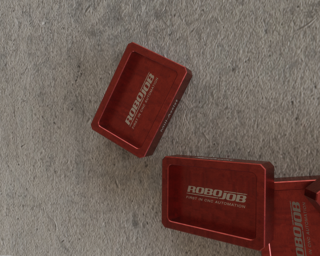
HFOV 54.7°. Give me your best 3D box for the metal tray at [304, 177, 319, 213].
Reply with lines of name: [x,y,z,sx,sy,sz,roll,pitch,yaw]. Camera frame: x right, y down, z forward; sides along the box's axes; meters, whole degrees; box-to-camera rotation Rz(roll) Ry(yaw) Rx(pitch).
metal tray: [0.226,0.061,0.304,0.130,0.030,0.090,-38,86,2]

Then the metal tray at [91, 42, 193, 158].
metal tray: [-0.026,-0.037,0.415,0.090,0.030,0.129,29,99,17]

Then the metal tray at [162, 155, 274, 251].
metal tray: [0.063,0.081,0.364,0.130,0.030,0.089,1,90,36]

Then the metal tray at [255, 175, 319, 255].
metal tray: [0.160,0.122,0.349,0.090,0.030,0.129,-7,88,19]
